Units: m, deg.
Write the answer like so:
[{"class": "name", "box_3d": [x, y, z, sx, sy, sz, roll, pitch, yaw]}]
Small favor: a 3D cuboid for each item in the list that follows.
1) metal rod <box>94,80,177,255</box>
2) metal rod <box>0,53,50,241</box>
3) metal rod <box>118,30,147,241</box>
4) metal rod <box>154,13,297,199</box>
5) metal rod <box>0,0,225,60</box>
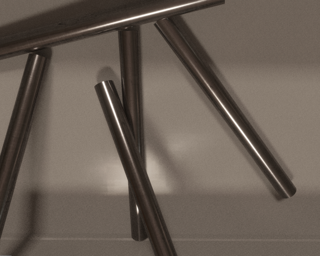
[{"class": "metal rod", "box_3d": [-0.019, 0.084, 0.377, 0.025, 0.025, 0.299, -21, 84, 7]}, {"class": "metal rod", "box_3d": [-0.184, 0.058, 0.370, 0.025, 0.025, 0.298, 15, 87, -6]}, {"class": "metal rod", "box_3d": [-0.034, 0.024, 0.419, 0.025, 0.025, 0.298, -1, 110, 0]}, {"class": "metal rod", "box_3d": [0.094, -0.018, 0.405, 0.025, 0.025, 0.300, -36, 107, 12]}, {"class": "metal rod", "box_3d": [-0.079, -0.117, 0.353, 0.301, 0.025, 0.025, -11, 110, 9]}]
